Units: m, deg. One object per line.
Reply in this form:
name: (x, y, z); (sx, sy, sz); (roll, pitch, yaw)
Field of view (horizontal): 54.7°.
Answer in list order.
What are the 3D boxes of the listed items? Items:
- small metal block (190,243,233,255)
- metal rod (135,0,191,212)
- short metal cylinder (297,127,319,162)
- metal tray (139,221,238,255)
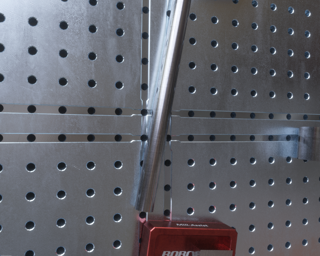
small metal block: (0.068, 0.188, 0.424); (0.050, 0.025, 0.050); (9, 87, -20)
metal rod: (0.006, -0.040, 0.414); (0.025, 0.025, 0.298); (12, 86, -20)
short metal cylinder: (0.256, 0.026, 0.478); (0.081, 0.080, 0.050); (5, 88, -20)
metal tray: (0.038, 0.178, 0.424); (0.131, 0.030, 0.089); (9, 87, -20)
